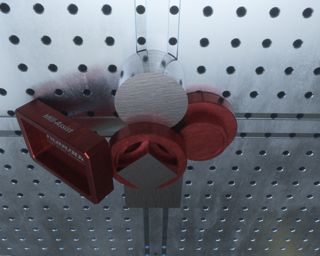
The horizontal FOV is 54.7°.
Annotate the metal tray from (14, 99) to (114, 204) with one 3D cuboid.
[{"bbox_3d":[-0.118,0.028,0.384,0.130,0.030,0.089,26,136,26],"label":"metal tray"}]

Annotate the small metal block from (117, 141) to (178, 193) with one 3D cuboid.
[{"bbox_3d":[-0.015,0.046,0.369,0.050,0.025,0.050,-34,123,25],"label":"small metal block"}]

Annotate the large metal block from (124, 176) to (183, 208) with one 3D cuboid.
[{"bbox_3d":[-0.010,0.072,0.453,0.081,0.050,0.079,0,130,-1],"label":"large metal block"}]

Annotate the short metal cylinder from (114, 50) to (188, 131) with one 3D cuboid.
[{"bbox_3d":[-0.010,-0.042,0.359,0.081,0.050,0.079,0,130,0],"label":"short metal cylinder"}]

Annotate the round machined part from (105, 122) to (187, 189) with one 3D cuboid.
[{"bbox_3d":[-0.017,0.030,0.388,0.099,0.042,0.097,0,130,0],"label":"round machined part"}]

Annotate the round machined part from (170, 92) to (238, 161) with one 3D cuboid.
[{"bbox_3d":[0.052,0.005,0.404,0.099,0.042,0.097,0,130,0],"label":"round machined part"}]
